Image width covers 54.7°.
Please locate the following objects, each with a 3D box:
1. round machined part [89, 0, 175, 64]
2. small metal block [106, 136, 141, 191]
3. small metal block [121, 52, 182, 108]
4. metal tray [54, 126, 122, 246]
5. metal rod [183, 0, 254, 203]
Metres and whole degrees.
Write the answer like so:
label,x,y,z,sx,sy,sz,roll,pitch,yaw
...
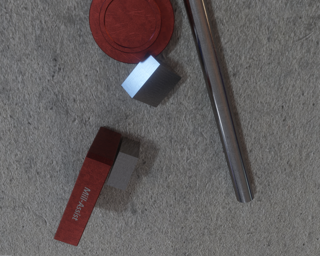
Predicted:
label,x,y,z,sx,sy,sz,roll,pitch,yaw
round machined part,-0.032,-0.122,0.355,0.099,0.042,0.097,0,110,-1
small metal block,-0.048,0.046,0.413,0.025,0.050,0.050,21,109,-8
small metal block,-0.009,-0.056,0.374,0.050,0.050,0.025,-49,59,15
metal tray,-0.091,0.073,0.400,0.030,0.090,0.129,22,108,-8
metal rod,0.078,-0.033,0.398,0.025,0.025,0.298,-17,110,6
